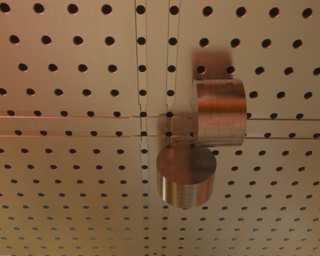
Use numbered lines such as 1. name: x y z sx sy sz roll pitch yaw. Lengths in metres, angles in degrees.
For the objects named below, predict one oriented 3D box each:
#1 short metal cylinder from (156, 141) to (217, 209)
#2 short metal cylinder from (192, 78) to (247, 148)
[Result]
1. short metal cylinder: 0.036 0.064 0.430 0.081 0.080 0.050 -1 130 0
2. short metal cylinder: 0.066 -0.018 0.361 0.050 0.080 0.079 -2 130 1
